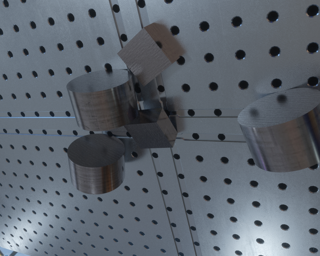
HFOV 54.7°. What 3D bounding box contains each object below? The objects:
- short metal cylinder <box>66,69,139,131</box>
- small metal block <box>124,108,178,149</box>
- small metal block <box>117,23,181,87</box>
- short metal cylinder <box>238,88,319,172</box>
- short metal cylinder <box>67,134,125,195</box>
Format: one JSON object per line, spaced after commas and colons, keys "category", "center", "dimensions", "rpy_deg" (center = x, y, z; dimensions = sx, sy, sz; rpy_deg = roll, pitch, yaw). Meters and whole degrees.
{"category": "short metal cylinder", "center": [-0.071, -0.037, 0.390], "dimensions": [0.080, 0.080, 0.050], "rpy_deg": [6, 121, 25]}
{"category": "small metal block", "center": [-0.012, 0.002, 0.408], "dimensions": [0.050, 0.025, 0.050], "rpy_deg": [-4, 137, 30]}
{"category": "small metal block", "center": [-0.013, -0.086, 0.365], "dimensions": [0.050, 0.025, 0.050], "rpy_deg": [-33, 100, 38]}
{"category": "short metal cylinder", "center": [0.125, 0.000, 0.310], "dimensions": [0.080, 0.080, 0.050], "rpy_deg": [-13, 112, 33]}
{"category": "short metal cylinder", "center": [-0.092, 0.051, 0.456], "dimensions": [0.080, 0.080, 0.050], "rpy_deg": [16, 125, 19]}
